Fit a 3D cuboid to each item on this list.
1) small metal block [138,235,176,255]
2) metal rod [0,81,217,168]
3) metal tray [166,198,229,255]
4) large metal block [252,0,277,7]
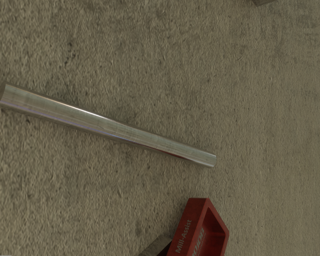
[{"bbox_3d":[0.000,0.179,0.407,0.050,0.025,0.050,-33,111,-35],"label":"small metal block"},{"bbox_3d":[-0.035,0.009,0.377,0.302,0.025,0.025,20,77,-39],"label":"metal rod"},{"bbox_3d":[0.051,0.172,0.421,0.090,0.030,0.130,58,42,-29],"label":"metal tray"},{"bbox_3d":[0.182,-0.278,0.543,0.080,0.050,0.080,32,70,-36],"label":"large metal block"}]
